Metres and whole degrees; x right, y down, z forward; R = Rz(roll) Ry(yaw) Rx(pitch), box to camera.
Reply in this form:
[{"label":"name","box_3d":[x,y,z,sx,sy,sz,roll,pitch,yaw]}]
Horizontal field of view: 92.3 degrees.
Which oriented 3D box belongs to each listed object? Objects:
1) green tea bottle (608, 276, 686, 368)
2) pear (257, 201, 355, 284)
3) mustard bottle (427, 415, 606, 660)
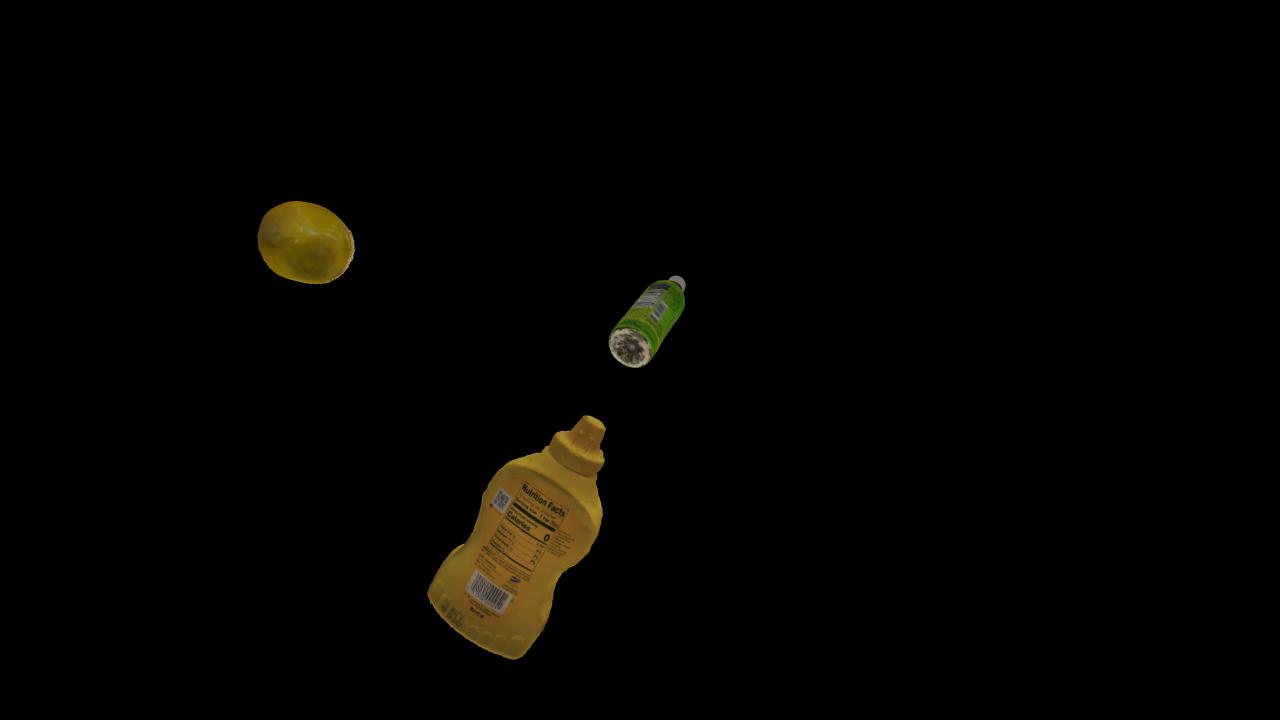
[{"label":"green tea bottle","box_3d":[0.024,-0.071,0.932,0.073,0.073,0.212,0,32,28]},{"label":"pear","box_3d":[-0.324,-0.122,0.586,0.080,0.080,0.111,0,33,-47]},{"label":"mustard bottle","box_3d":[-0.077,0.121,0.455,0.092,0.184,0.054,32,8,14]}]
